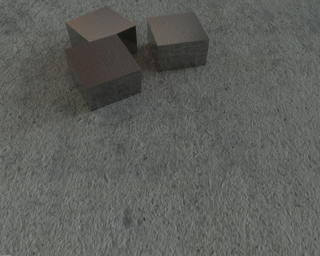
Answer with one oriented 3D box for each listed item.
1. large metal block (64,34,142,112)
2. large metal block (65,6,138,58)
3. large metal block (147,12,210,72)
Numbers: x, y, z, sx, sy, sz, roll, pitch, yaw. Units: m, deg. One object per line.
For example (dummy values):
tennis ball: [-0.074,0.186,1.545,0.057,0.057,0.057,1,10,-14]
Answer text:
large metal block: [-0.081,-0.081,0.448,0.081,0.050,0.080,-24,62,-19]
large metal block: [-0.095,-0.150,0.513,0.080,0.050,0.080,-33,57,-25]
large metal block: [0.027,-0.141,0.506,0.081,0.050,0.080,-10,51,-8]
